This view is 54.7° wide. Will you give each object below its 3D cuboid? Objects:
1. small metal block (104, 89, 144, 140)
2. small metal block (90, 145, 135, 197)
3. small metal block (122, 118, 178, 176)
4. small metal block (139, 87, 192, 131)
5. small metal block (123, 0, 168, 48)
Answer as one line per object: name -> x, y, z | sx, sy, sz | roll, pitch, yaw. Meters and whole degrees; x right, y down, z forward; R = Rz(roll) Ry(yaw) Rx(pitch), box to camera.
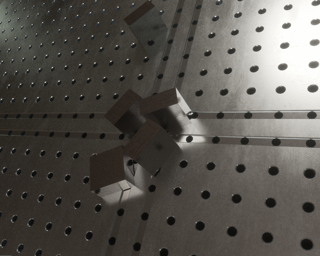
small metal block -> -0.039, -0.016, 0.421 | 0.050, 0.050, 0.025 | -48, 52, -6
small metal block -> -0.063, 0.057, 0.405 | 0.050, 0.025, 0.050 | -21, 54, 15
small metal block -> -0.011, 0.024, 0.382 | 0.025, 0.050, 0.050 | 33, 80, 38
small metal block -> 0.008, -0.021, 0.400 | 0.050, 0.050, 0.025 | -18, 55, 18
small metal block -> -0.023, -0.170, 0.507 | 0.050, 0.050, 0.025 | -37, 51, 3
